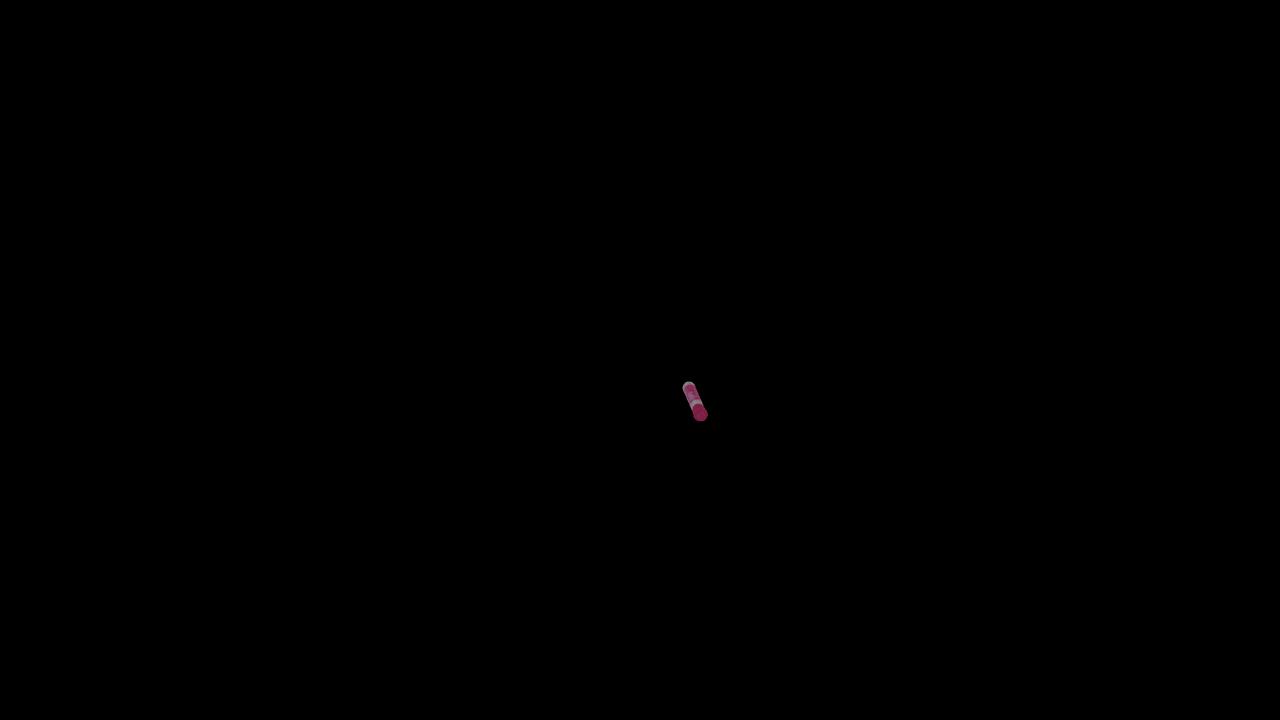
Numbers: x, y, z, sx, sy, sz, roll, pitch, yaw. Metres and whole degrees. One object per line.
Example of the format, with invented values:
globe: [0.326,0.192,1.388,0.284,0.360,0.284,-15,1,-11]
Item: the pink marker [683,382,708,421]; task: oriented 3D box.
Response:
pink marker: [0.075,0.056,0.843,0.020,0.020,0.121,0,16,-4]
